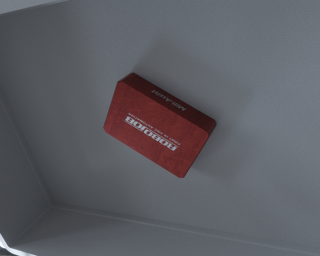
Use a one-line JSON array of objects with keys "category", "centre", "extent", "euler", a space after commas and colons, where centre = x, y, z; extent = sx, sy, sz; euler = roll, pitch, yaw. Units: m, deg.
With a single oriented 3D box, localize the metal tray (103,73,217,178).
[{"category": "metal tray", "centre": [-0.004, -0.002, 0.407], "extent": [0.130, 0.030, 0.089], "euler": [31, 129, 8]}]
